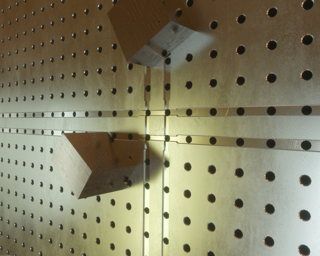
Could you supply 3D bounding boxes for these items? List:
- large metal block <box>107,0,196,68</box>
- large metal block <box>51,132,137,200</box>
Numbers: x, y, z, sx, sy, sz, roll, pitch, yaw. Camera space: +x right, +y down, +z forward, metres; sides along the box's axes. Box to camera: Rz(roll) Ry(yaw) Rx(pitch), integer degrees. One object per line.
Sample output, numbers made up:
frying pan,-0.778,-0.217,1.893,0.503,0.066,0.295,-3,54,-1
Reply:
large metal block,-0.013,-0.138,0.402,0.080,0.050,0.080,-34,69,34
large metal block,-0.096,0.050,0.450,0.080,0.081,0.050,44,117,30
